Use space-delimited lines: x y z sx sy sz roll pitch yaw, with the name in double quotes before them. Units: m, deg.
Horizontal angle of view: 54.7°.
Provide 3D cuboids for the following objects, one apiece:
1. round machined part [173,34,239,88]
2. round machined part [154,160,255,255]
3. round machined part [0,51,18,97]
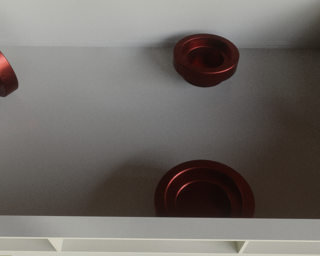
"round machined part" 0.069 -0.100 0.479 0.099 0.042 0.098 0 50 0
"round machined part" 0.044 0.084 0.320 0.099 0.042 0.098 -2 45 2
"round machined part" -0.247 -0.082 0.425 0.098 0.097 0.042 29 56 22
